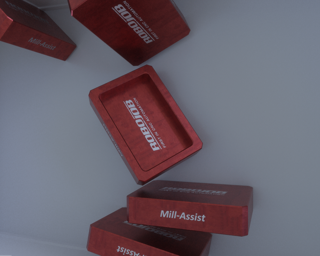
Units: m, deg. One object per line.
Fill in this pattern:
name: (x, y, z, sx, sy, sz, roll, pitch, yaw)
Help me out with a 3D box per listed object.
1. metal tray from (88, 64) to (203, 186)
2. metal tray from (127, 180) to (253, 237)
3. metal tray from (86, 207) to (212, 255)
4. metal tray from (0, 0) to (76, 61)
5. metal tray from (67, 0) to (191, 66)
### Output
metal tray: (-0.019, -0.006, 0.389, 0.091, 0.030, 0.130, -29, 78, -17)
metal tray: (0.038, 0.088, 0.361, 0.130, 0.090, 0.030, 0, 93, 20)
metal tray: (-0.010, 0.139, 0.379, 0.130, 0.090, 0.030, 11, 94, 19)
metal tray: (-0.185, -0.143, 0.420, 0.090, 0.130, 0.030, 46, 105, 14)
metal tray: (-0.031, -0.132, 0.364, 0.090, 0.130, 0.030, -28, 63, 18)
